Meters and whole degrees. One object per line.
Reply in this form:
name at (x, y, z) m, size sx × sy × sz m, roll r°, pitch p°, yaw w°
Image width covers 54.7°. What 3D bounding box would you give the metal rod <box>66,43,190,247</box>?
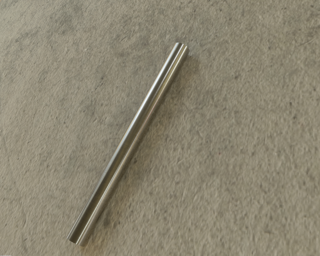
metal rod at (-0.034, 0.010, 0.414) m, size 0.025 × 0.025 × 0.300 m, roll 16°, pitch 70°, yaw 34°
